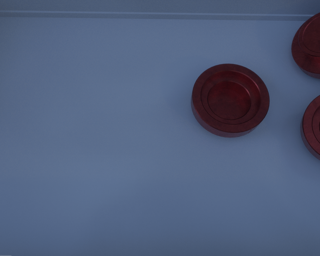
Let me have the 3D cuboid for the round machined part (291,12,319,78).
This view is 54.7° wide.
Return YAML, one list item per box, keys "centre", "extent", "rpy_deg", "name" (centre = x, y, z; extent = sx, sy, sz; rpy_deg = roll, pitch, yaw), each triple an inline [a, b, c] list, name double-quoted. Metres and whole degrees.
- centre: [0.229, -0.119, 0.419]
  extent: [0.098, 0.042, 0.098]
  rpy_deg: [-14, 66, 35]
  name: "round machined part"

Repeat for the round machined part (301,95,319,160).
- centre: [0.231, 0.003, 0.392]
  extent: [0.098, 0.042, 0.098]
  rpy_deg: [-5, 72, 15]
  name: "round machined part"

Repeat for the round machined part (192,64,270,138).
- centre: [0.090, -0.033, 0.413]
  extent: [0.099, 0.042, 0.098]
  rpy_deg: [0, 70, 0]
  name: "round machined part"
